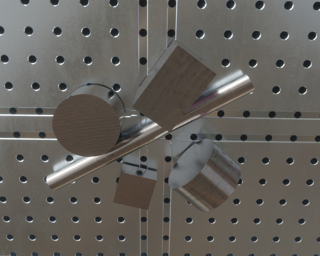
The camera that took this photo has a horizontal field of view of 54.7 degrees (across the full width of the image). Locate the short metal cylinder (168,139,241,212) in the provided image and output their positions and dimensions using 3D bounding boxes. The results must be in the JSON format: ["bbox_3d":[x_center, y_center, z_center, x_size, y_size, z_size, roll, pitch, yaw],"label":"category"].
[{"bbox_3d":[0.057,0.060,0.403,0.050,0.080,0.080,42,105,-14],"label":"short metal cylinder"}]

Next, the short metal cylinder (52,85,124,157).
[{"bbox_3d":[-0.087,-0.010,0.391,0.081,0.050,0.079,0,110,0],"label":"short metal cylinder"}]

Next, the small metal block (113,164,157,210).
[{"bbox_3d":[-0.035,0.084,0.440,0.050,0.025,0.050,14,109,-6],"label":"small metal block"}]

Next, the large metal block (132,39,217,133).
[{"bbox_3d":[0.014,-0.053,0.361,0.050,0.080,0.080,35,106,-12],"label":"large metal block"}]

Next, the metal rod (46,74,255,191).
[{"bbox_3d":[-0.019,0.010,0.413,0.301,0.025,0.025,-27,108,9],"label":"metal rod"}]
